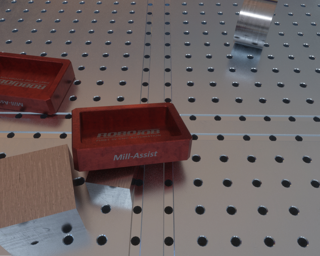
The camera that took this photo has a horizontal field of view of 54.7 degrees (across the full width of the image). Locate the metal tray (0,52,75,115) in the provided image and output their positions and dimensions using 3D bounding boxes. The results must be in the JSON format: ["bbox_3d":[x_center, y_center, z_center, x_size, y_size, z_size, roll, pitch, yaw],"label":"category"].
[{"bbox_3d":[-0.205,-0.069,0.459,0.131,0.030,0.090,7,50,5],"label":"metal tray"}]

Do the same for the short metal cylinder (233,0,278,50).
[{"bbox_3d":[0.161,-0.178,0.524,0.050,0.080,0.080,18,52,14],"label":"short metal cylinder"}]

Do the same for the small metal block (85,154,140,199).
[{"bbox_3d":[-0.054,0.052,0.363,0.050,0.025,0.050,8,50,6],"label":"small metal block"}]

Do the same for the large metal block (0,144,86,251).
[{"bbox_3d":[-0.130,0.072,0.330,0.081,0.050,0.080,-13,51,-11],"label":"large metal block"}]

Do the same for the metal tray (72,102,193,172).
[{"bbox_3d":[-0.037,0.006,0.372,0.131,0.030,0.090,-5,33,-13],"label":"metal tray"}]
